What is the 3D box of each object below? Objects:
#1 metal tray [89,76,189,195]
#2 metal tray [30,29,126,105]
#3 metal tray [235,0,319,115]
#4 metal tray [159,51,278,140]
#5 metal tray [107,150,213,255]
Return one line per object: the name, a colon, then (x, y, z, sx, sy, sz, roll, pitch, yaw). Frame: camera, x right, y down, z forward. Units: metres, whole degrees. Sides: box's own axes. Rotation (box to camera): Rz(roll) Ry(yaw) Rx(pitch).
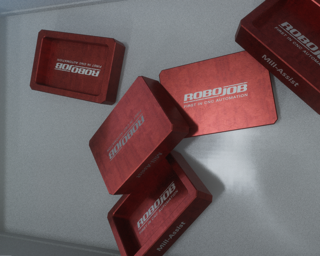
metal tray: (-0.033, 0.011, 0.389, 0.129, 0.030, 0.090, -49, 54, 26)
metal tray: (-0.122, -0.089, 0.450, 0.130, 0.030, 0.089, 12, 94, 19)
metal tray: (0.158, -0.089, 0.331, 0.090, 0.030, 0.130, -40, 76, -12)
metal tray: (0.070, -0.039, 0.383, 0.130, 0.030, 0.089, -10, 87, 19)
metal tray: (-0.006, 0.099, 0.385, 0.130, 0.030, 0.090, -51, 41, 13)
